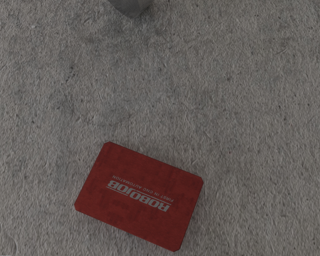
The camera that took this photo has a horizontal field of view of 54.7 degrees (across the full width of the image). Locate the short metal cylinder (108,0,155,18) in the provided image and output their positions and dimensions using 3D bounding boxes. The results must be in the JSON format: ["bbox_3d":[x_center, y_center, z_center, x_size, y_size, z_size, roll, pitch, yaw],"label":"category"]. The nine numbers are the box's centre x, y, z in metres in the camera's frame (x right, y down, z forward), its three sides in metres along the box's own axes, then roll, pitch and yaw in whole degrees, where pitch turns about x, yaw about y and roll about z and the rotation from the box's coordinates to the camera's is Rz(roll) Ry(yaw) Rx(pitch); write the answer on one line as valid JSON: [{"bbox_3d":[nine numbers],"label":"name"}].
[{"bbox_3d":[-0.044,-0.212,0.456,0.080,0.080,0.050,37,74,12],"label":"short metal cylinder"}]

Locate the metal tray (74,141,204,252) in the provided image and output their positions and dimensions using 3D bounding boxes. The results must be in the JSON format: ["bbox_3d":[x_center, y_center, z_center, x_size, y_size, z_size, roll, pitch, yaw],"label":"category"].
[{"bbox_3d":[-0.024,0.081,0.376,0.131,0.030,0.090,21,71,7],"label":"metal tray"}]
